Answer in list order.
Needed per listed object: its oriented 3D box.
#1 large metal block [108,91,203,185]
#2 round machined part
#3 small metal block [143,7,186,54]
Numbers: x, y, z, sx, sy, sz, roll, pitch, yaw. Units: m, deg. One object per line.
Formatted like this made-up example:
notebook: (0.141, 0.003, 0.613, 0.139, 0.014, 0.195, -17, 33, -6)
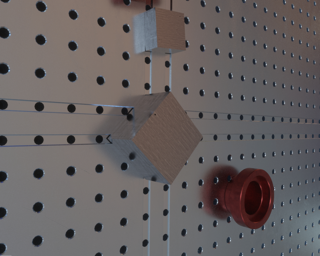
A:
large metal block: (-0.003, 0.012, 0.390, 0.080, 0.050, 0.080, 52, 60, -27)
round machined part: (0.147, 0.116, 0.521, 0.099, 0.042, 0.097, 0, 90, -40)
small metal block: (0.007, -0.129, 0.414, 0.050, 0.025, 0.050, -6, 94, -40)
